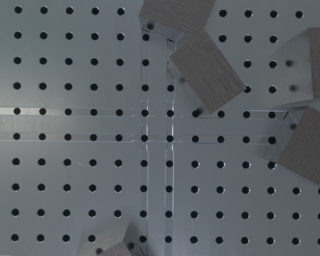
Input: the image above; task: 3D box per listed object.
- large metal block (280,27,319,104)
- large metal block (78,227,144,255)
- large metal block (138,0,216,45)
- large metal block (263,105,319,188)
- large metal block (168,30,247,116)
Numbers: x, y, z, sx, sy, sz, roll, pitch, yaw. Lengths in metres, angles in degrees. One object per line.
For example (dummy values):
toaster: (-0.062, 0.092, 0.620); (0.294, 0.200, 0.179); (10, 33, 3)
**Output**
large metal block: (0.194, -0.075, 0.387); (0.050, 0.080, 0.080); (-4, 90, 0)
large metal block: (-0.059, 0.191, 0.401); (0.080, 0.050, 0.080); (-30, 90, 0)
large metal block: (0.026, -0.159, 0.401); (0.080, 0.050, 0.080); (21, 90, 0)
large metal block: (0.196, 0.026, 0.402); (0.080, 0.050, 0.080); (28, 90, 0)
large metal block: (0.054, -0.062, 0.386); (0.050, 0.080, 0.080); (-36, 90, 0)
